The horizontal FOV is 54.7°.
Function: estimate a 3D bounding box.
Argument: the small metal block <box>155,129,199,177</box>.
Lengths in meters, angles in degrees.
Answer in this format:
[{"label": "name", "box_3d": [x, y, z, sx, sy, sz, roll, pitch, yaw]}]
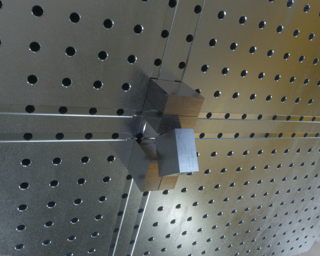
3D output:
[{"label": "small metal block", "box_3d": [0.019, 0.031, 0.372, 0.025, 0.050, 0.050, 1, 76, -28]}]

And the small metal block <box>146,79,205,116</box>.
[{"label": "small metal block", "box_3d": [0.018, -0.038, 0.382, 0.050, 0.050, 0.025, 2, 118, -30]}]

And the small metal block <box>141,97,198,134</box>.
[{"label": "small metal block", "box_3d": [0.011, -0.016, 0.392, 0.050, 0.050, 0.025, 2, 118, -30]}]

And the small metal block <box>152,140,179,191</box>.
[{"label": "small metal block", "box_3d": [0.004, 0.050, 0.429, 0.025, 0.050, 0.050, 1, 118, -30]}]

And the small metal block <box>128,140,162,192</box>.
[{"label": "small metal block", "box_3d": [-0.018, 0.050, 0.417, 0.025, 0.050, 0.050, 1, 118, -30]}]
